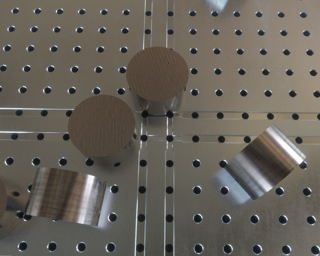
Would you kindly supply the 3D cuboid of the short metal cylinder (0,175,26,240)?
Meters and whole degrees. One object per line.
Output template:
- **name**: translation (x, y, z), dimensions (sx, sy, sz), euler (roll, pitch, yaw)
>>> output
- **short metal cylinder**: translation (-0.208, 0.092, 0.363), dimensions (0.081, 0.050, 0.080), euler (0, 70, 0)

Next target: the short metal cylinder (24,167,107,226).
- **short metal cylinder**: translation (-0.105, 0.080, 0.353), dimensions (0.080, 0.080, 0.050), euler (8, 71, 3)

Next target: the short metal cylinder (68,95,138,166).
- **short metal cylinder**: translation (-0.070, 0.004, 0.396), dimensions (0.081, 0.050, 0.080), euler (0, 70, 0)

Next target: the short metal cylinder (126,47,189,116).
- **short metal cylinder**: translation (-0.003, -0.062, 0.421), dimensions (0.081, 0.050, 0.080), euler (0, 70, 0)

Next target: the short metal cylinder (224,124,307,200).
- **short metal cylinder**: translation (0.123, 0.040, 0.369), dimensions (0.080, 0.080, 0.050), euler (-38, 75, -13)
